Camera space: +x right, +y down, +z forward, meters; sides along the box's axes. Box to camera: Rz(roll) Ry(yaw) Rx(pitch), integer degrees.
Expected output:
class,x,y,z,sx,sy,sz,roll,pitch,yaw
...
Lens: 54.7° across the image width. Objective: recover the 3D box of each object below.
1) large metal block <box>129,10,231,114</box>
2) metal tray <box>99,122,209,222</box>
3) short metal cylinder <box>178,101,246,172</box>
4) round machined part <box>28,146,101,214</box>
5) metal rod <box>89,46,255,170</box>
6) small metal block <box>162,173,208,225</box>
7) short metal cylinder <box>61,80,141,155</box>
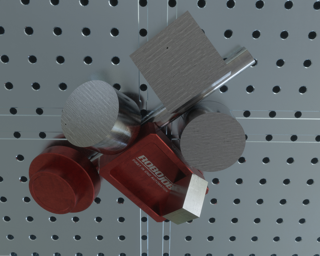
class,x,y,z,sx,sy,sz,roll,pitch,yaw
large metal block,0.025,-0.073,0.361,0.080,0.050,0.080,-35,87,12
metal tray,-0.006,0.064,0.419,0.090,0.030,0.130,-36,119,12
short metal cylinder,0.065,0.010,0.404,0.081,0.050,0.079,0,110,0
round machined part,-0.134,0.076,0.417,0.098,0.042,0.097,7,117,14
metal rod,-0.009,-0.005,0.413,0.300,0.025,0.025,-35,107,12
small metal block,0.033,0.093,0.403,0.025,0.050,0.050,32,142,-13
short metal cylinder,-0.070,-0.011,0.373,0.080,0.050,0.080,-7,72,24
